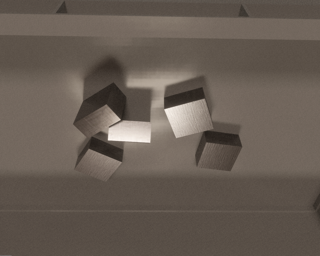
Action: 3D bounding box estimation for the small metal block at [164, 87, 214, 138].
[{"bbox_3d":[0.037,-0.019,0.394,0.050,0.025,0.050,-15,129,11],"label":"small metal block"}]

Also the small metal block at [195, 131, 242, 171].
[{"bbox_3d":[0.082,0.033,0.438,0.050,0.025,0.050,7,130,-7],"label":"small metal block"}]

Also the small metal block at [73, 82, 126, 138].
[{"bbox_3d":[-0.071,-0.022,0.372,0.050,0.050,0.025,-27,121,21],"label":"small metal block"}]

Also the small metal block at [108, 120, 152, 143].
[{"bbox_3d":[-0.038,0.005,0.395,0.050,0.050,0.025,3,86,-4],"label":"small metal block"}]

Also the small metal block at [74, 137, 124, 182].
[{"bbox_3d":[-0.088,0.046,0.447,0.050,0.025,0.050,26,125,-21],"label":"small metal block"}]
